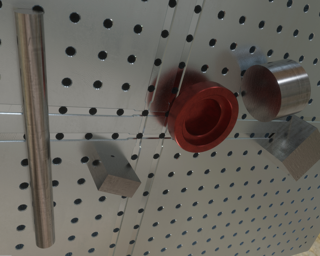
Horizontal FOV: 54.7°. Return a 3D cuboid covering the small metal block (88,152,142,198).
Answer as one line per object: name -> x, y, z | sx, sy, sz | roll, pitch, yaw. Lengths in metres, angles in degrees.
small metal block -> -0.059, 0.061, 0.401 | 0.050, 0.050, 0.025 | 22, 106, -37

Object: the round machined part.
round machined part -> 0.054, -0.018, 0.420 | 0.099, 0.042, 0.097 | -14, 125, -21

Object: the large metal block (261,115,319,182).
large metal block -> 0.242, 0.037, 0.554 | 0.080, 0.050, 0.080 | -45, 130, 3

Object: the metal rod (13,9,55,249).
metal rod -> -0.137, 0.024, 0.351 | 0.025, 0.025, 0.298 | -7, 122, -25

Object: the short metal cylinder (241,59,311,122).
short metal cylinder -> 0.159, -0.053, 0.433 | 0.050, 0.080, 0.079 | -15, 125, -20
